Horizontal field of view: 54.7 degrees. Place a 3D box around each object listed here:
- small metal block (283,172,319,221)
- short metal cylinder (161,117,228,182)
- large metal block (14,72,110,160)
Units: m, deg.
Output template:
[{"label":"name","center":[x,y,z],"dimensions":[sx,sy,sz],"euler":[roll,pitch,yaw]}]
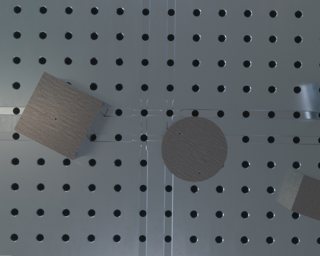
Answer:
[{"label":"small metal block","center":[0.202,0.092,0.415],"dimensions":[0.050,0.025,0.050],"euler":[20,90,0]},{"label":"short metal cylinder","center":[0.042,0.026,0.401],"dimensions":[0.081,0.050,0.080],"euler":[0,90,0]},{"label":"large metal block","center":[-0.123,-0.015,0.400],"dimensions":[0.080,0.050,0.080],"euler":[28,90,0]}]
